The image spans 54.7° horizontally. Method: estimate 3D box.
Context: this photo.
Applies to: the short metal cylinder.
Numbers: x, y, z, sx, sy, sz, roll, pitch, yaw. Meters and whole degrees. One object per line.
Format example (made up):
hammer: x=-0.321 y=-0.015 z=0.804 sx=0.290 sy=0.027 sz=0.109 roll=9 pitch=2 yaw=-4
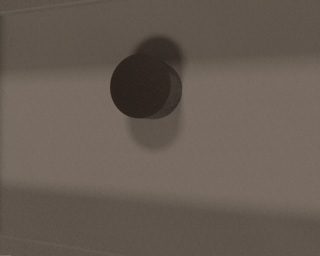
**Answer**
short metal cylinder: x=-0.017 y=-0.052 z=0.402 sx=0.080 sy=0.050 sz=0.079 roll=0 pitch=90 yaw=19
